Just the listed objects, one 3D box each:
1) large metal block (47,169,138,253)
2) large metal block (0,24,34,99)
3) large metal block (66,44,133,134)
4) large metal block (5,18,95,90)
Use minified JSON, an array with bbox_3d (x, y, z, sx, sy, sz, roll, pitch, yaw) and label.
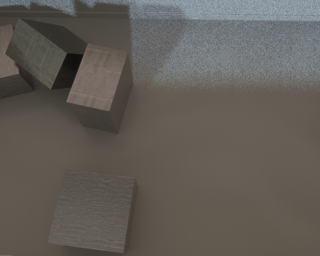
[{"bbox_3d":[-0.073,0.097,0.360,0.080,0.050,0.080,7,70,2],"label":"large metal block"},{"bbox_3d":[-0.228,-0.087,0.426,0.081,0.050,0.080,-15,71,-5],"label":"large metal block"},{"bbox_3d":[-0.072,-0.047,0.397,0.050,0.080,0.080,12,71,4],"label":"large metal block"},{"bbox_3d":[-0.135,-0.096,0.407,0.080,0.080,0.050,37,111,12],"label":"large metal block"}]
